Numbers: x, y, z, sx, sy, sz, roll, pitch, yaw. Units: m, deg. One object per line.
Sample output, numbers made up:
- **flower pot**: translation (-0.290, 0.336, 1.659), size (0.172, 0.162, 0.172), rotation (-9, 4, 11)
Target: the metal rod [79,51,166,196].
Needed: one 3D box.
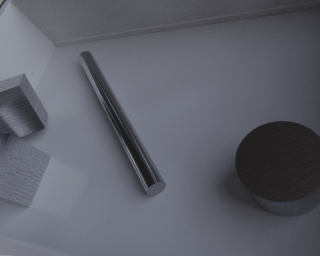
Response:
- **metal rod**: translation (-0.068, -0.027, 0.456), size (0.025, 0.025, 0.300), rotation (-36, 51, 4)

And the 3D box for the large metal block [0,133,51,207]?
- **large metal block**: translation (-0.217, 0.061, 0.445), size (0.050, 0.080, 0.080), rotation (1, 62, 28)

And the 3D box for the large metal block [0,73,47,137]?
- **large metal block**: translation (-0.237, -0.030, 0.492), size (0.080, 0.080, 0.050), rotation (-20, 34, -2)

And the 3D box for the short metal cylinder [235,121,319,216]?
- **short metal cylinder**: translation (0.120, 0.040, 0.302), size (0.080, 0.050, 0.080), rotation (-13, 56, 20)
